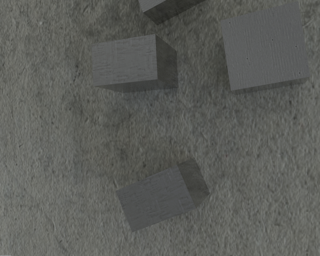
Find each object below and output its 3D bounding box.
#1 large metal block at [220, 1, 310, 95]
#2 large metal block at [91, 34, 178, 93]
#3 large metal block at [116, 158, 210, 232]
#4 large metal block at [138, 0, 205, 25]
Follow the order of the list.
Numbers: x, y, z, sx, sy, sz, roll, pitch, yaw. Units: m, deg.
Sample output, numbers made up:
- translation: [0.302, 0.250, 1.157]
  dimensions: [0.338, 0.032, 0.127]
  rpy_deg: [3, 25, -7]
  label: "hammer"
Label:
- translation: [0.119, -0.086, 0.354]
  dimensions: [0.080, 0.050, 0.080]
  rpy_deg: [-9, 87, 19]
  label: "large metal block"
- translation: [-0.028, -0.076, 0.389]
  dimensions: [0.080, 0.080, 0.050]
  rpy_deg: [-3, 89, 19]
  label: "large metal block"
- translation: [0.007, 0.078, 0.377]
  dimensions: [0.080, 0.080, 0.050]
  rpy_deg: [-26, 82, 18]
  label: "large metal block"
- translation: [0.010, -0.191, 0.392]
  dimensions: [0.080, 0.050, 0.080]
  rpy_deg: [-22, 83, 18]
  label: "large metal block"
